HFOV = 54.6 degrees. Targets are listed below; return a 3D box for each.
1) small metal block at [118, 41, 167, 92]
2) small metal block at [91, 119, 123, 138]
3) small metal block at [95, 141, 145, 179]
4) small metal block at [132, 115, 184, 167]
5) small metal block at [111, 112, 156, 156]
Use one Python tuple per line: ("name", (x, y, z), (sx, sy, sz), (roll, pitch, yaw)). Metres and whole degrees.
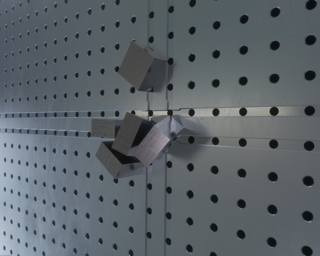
("small metal block", (-0.026, -0.085, 0.432), (0.050, 0.025, 0.050), (43, 116, 31))
("small metal block", (-0.063, 0.000, 0.446), (0.050, 0.050, 0.025), (3, 92, 40))
("small metal block", (-0.054, 0.043, 0.439), (0.050, 0.050, 0.025), (42, 116, 32))
("small metal block", (-0.002, 0.016, 0.392), (0.025, 0.050, 0.050), (42, 117, 7))
("small metal block", (-0.032, 0.010, 0.411), (0.025, 0.050, 0.050), (24, 92, 22))
